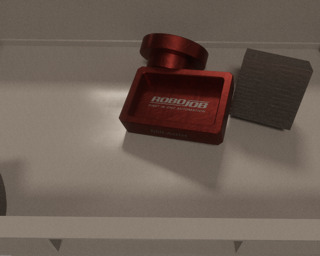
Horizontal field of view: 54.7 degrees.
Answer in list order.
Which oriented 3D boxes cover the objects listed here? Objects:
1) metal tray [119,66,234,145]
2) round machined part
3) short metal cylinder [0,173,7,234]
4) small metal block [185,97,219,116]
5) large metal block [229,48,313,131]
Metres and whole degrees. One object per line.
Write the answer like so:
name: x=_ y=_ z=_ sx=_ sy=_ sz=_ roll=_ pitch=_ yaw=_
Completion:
metal tray: x=0.023 y=-0.032 z=0.401 sx=0.130 sy=0.030 sz=0.090 roll=8 pitch=63 yaw=19
round machined part: x=0.018 y=-0.097 z=0.452 sx=0.098 sy=0.098 sz=0.042 roll=14 pitch=86 yaw=11
short metal cylinder: x=-0.193 y=0.075 z=0.304 sx=0.050 sy=0.080 sz=0.080 roll=-8 pitch=51 yaw=-7
small metal block: x=0.057 y=-0.031 z=0.432 sx=0.050 sy=0.025 sz=0.050 roll=-26 pitch=55 yaw=-21
large metal block: x=0.142 y=-0.052 z=0.407 sx=0.080 sy=0.079 sz=0.050 roll=16 pitch=29 yaw=12
